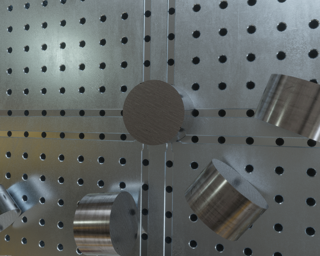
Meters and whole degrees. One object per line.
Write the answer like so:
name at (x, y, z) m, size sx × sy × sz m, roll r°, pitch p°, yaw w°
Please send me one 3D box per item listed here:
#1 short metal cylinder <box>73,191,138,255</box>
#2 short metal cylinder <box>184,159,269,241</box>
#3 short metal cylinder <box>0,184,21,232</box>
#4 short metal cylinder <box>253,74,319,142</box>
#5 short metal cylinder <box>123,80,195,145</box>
short metal cylinder at (-0.068, 0.125, 0.407) m, size 0.050 × 0.080 × 0.080 m, roll -7°, pitch 88°, yaw 20°
short metal cylinder at (0.076, 0.081, 0.357) m, size 0.080 × 0.080 × 0.050 m, roll 42°, pitch 103°, yaw 15°
short metal cylinder at (-0.266, 0.132, 0.477) m, size 0.080 × 0.080 × 0.050 m, roll -45°, pitch 76°, yaw 14°
short metal cylinder at (0.148, -0.020, 0.331) m, size 0.080 × 0.080 × 0.050 m, roll 23°, pitch 98°, yaw 18°
short metal cylinder at (0.000, -0.019, 0.399) m, size 0.080 × 0.050 × 0.079 m, roll 0°, pitch 90°, yaw 20°
